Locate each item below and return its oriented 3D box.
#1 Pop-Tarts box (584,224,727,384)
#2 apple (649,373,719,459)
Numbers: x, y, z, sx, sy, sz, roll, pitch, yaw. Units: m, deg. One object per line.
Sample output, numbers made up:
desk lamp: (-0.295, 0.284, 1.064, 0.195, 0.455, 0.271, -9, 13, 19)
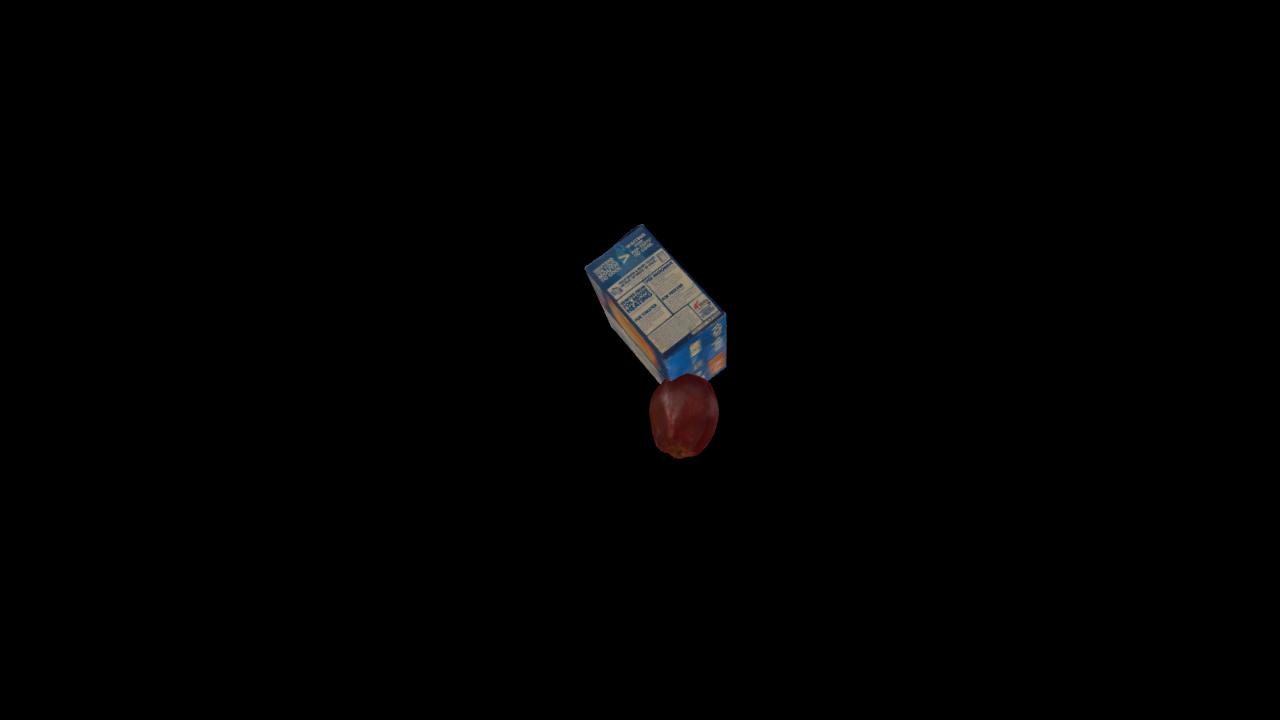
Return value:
Pop-Tarts box: (0.024, -0.044, 0.699, 0.083, 0.141, 0.167, -38, -20, -7)
apple: (0.049, 0.059, 0.674, 0.079, 0.093, 0.079, 6, -30, 3)
